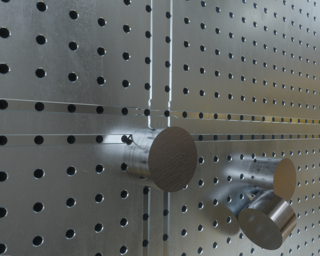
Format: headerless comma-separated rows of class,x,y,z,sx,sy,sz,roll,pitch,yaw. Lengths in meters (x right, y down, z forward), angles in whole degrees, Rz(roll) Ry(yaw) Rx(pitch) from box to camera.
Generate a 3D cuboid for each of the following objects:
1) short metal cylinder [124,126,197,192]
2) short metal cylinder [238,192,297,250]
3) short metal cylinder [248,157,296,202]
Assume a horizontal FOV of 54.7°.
short metal cylinder,0.001,0.038,0.394,0.081,0.050,0.079,0,90,-40
short metal cylinder,0.181,0.157,0.525,0.050,0.080,0.080,-30,109,-36
short metal cylinder,0.205,0.093,0.564,0.081,0.050,0.079,0,90,-40
